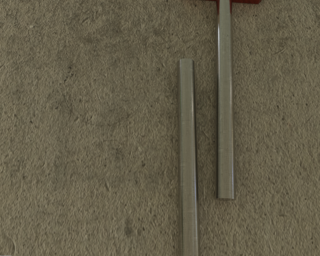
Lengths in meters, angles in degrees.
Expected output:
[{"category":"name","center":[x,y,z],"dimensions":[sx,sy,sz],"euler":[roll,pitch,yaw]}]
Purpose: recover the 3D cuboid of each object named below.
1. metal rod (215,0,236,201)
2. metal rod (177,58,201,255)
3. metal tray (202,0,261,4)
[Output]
[{"category":"metal rod","center":[0.089,-0.053,0.428],"dimensions":[0.025,0.025,0.299],"euler":[4,70,1]},{"category":"metal rod","center":[0.035,0.048,0.391],"dimensions":[0.025,0.025,0.299],"euler":[1,70,0]},{"category":"metal tray","center":[0.100,-0.249,0.497],"dimensions":[0.131,0.030,0.090],"euler":[5,70,1]}]
